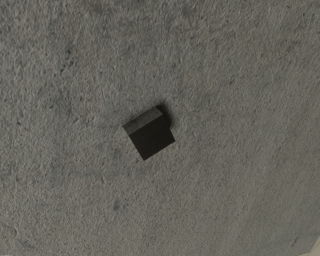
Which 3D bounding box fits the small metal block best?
[{"bbox_3d":[-0.014,0.007,0.407,0.050,0.025,0.050,-32,129,-8],"label":"small metal block"}]
